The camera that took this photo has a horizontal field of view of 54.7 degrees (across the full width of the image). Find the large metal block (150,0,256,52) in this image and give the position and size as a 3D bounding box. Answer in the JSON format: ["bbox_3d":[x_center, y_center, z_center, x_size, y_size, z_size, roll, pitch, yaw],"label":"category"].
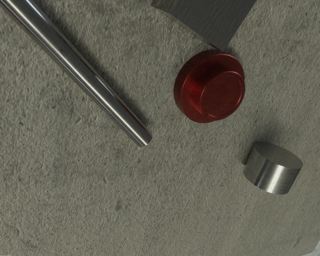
[{"bbox_3d":[0.051,-0.141,0.331,0.080,0.050,0.080,23,106,-37],"label":"large metal block"}]

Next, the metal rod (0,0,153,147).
[{"bbox_3d":[-0.095,-0.074,0.308,0.025,0.025,0.300,-41,130,-1],"label":"metal rod"}]

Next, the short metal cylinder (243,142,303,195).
[{"bbox_3d":[0.186,0.065,0.513,0.081,0.080,0.050,2,117,-30],"label":"short metal cylinder"}]

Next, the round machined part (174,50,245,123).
[{"bbox_3d":[0.071,-0.048,0.405,0.099,0.042,0.097,-14,124,-21],"label":"round machined part"}]
